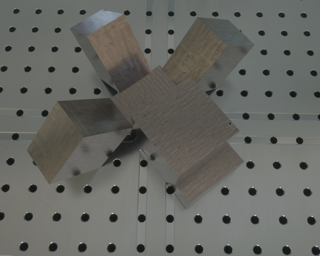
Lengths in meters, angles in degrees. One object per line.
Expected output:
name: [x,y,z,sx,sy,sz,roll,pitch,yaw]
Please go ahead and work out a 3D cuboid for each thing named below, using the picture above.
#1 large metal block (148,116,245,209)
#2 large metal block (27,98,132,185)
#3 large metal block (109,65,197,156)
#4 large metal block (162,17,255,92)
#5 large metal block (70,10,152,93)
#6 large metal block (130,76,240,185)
large metal block: [0.041,0.040,0.383,0.080,0.050,0.080,-35,73,-13]
large metal block: [-0.092,0.012,0.362,0.050,0.080,0.080,50,119,16]
large metal block: [-0.007,-0.021,0.406,0.080,0.050,0.080,-36,74,-12]
large metal block: [0.063,-0.092,0.400,0.050,0.080,0.081,50,38,16]
large metal block: [-0.064,-0.101,0.403,0.050,0.080,0.080,-36,35,-12]
large metal block: [0.025,0.004,0.343,0.080,0.050,0.080,-35,74,-13]
